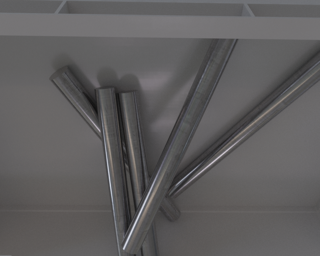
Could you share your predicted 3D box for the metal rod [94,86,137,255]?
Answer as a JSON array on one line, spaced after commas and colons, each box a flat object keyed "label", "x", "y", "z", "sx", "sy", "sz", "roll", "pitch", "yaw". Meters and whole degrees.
[{"label": "metal rod", "x": -0.052, "y": 0.096, "z": 0.406, "sx": 0.025, "sy": 0.025, "sz": 0.298, "roll": -4, "pitch": 105, "yaw": 3}]

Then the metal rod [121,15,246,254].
[{"label": "metal rod", "x": 0.019, "y": 0.021, "z": 0.358, "sx": 0.025, "sy": 0.025, "sz": 0.298, "roll": 19, "pitch": 106, "yaw": -16}]

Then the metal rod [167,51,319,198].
[{"label": "metal rod", "x": 0.106, "y": 0.009, "z": 0.417, "sx": 0.025, "sy": 0.025, "sz": 0.299, "roll": 29, "pitch": 124, "yaw": -22}]

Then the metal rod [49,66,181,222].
[{"label": "metal rod", "x": -0.047, "y": 0.041, "z": 0.436, "sx": 0.025, "sy": 0.025, "sz": 0.299, "roll": -22, "pitch": 125, "yaw": 17}]

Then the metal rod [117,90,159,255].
[{"label": "metal rod", "x": -0.022, "y": 0.100, "z": 0.410, "sx": 0.025, "sy": 0.025, "sz": 0.298, "roll": -6, "pitch": 104, "yaw": 4}]
